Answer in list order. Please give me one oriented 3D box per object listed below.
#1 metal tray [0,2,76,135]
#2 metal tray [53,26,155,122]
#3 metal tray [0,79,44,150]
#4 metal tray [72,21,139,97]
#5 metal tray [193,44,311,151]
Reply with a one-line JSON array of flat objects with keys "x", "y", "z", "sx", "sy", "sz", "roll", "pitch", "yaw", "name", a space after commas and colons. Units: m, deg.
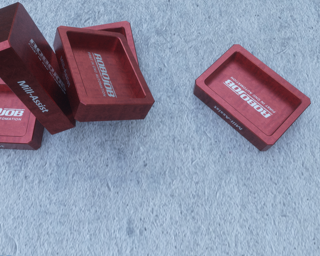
[{"x": -0.143, "y": -0.065, "z": 0.360, "sx": 0.030, "sy": 0.130, "sz": 0.090, "roll": -19, "pitch": 48, "yaw": 5, "name": "metal tray"}, {"x": -0.071, "y": -0.068, "z": 0.381, "sx": 0.091, "sy": 0.030, "sz": 0.130, "roll": -4, "pitch": 55, "yaw": -33, "name": "metal tray"}, {"x": -0.221, "y": -0.020, "z": 0.410, "sx": 0.131, "sy": 0.030, "sz": 0.090, "roll": 2, "pitch": 70, "yaw": 1, "name": "metal tray"}, {"x": -0.075, "y": -0.083, "z": 0.434, "sx": 0.091, "sy": 0.030, "sz": 0.130, "roll": -11, "pitch": 70, "yaw": -4, "name": "metal tray"}, {"x": 0.122, "y": -0.043, "z": 0.421, "sx": 0.130, "sy": 0.030, "sz": 0.090, "roll": 43, "pitch": 75, "yaw": 14, "name": "metal tray"}]
